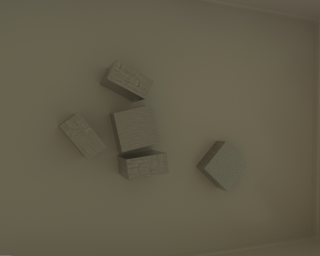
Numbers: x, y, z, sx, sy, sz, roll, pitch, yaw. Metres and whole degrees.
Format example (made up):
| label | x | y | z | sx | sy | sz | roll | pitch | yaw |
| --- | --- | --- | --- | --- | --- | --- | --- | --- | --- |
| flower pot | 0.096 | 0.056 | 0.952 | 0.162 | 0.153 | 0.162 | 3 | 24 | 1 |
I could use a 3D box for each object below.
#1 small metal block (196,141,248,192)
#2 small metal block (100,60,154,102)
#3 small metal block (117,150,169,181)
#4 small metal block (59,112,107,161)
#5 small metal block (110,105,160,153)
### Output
| label | x | y | z | sx | sy | sz | roll | pitch | yaw |
| --- | --- | --- | --- | --- | --- | --- | --- | --- | --- |
| small metal block | 0.089 | 0.054 | 0.445 | 0.050 | 0.025 | 0.050 | 45 | 76 | -15 |
| small metal block | -0.042 | -0.056 | 0.382 | 0.050 | 0.050 | 0.025 | 27 | 81 | -19 |
| small metal block | -0.023 | 0.045 | 0.390 | 0.050 | 0.050 | 0.025 | -7 | 93 | -20 |
| small metal block | -0.092 | 0.010 | 0.364 | 0.025 | 0.050 | 0.050 | -41 | 103 | -16 |
| small metal block | -0.033 | 0.001 | 0.399 | 0.050 | 0.025 | 0.050 | -13 | 95 | -20 |
